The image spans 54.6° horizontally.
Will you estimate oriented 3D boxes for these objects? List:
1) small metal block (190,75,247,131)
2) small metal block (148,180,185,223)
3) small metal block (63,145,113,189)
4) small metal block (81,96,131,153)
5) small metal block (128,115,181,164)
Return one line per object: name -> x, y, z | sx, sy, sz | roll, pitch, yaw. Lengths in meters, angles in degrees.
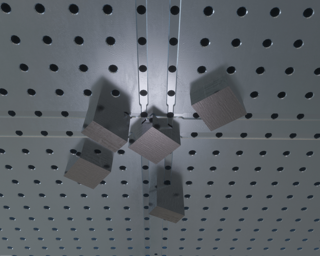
small metal block -> 0.073, -0.030, 0.387 | 0.050, 0.025, 0.050 | -27, 125, 21
small metal block -> 0.010, 0.117, 0.495 | 0.050, 0.050, 0.025 | 25, 126, -20
small metal block -> -0.106, 0.059, 0.461 | 0.050, 0.025, 0.050 | 31, 124, -24
small metal block -> -0.066, -0.005, 0.390 | 0.050, 0.050, 0.025 | 35, 122, -26
small metal block -> -0.008, 0.017, 0.426 | 0.050, 0.025, 0.050 | 34, 122, -26
